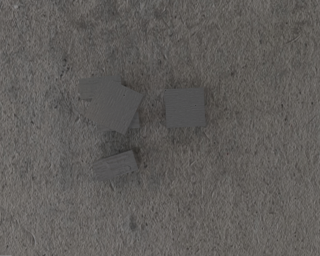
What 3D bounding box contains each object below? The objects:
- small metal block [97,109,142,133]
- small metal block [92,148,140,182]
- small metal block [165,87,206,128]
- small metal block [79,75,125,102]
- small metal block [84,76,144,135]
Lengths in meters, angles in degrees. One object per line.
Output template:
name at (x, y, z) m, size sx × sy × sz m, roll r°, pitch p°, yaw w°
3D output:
small metal block at (-0.050, -0.010, 0.397) m, size 0.050 × 0.050 × 0.025 m, roll -7°, pitch 90°, yaw 0°
small metal block at (-0.054, 0.046, 0.397) m, size 0.050 × 0.050 × 0.025 m, roll -18°, pitch 90°, yaw 0°
small metal block at (0.032, -0.026, 0.410) m, size 0.050 × 0.025 × 0.050 m, roll -3°, pitch 90°, yaw 0°
small metal block at (-0.071, -0.049, 0.397) m, size 0.050 × 0.050 × 0.025 m, roll -5°, pitch 90°, yaw 0°
small metal block at (-0.052, -0.025, 0.359) m, size 0.050 × 0.025 × 0.050 m, roll 25°, pitch 90°, yaw 0°
